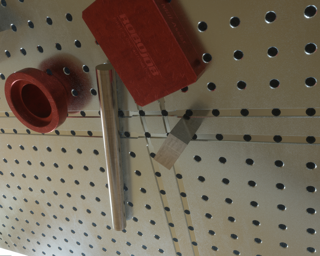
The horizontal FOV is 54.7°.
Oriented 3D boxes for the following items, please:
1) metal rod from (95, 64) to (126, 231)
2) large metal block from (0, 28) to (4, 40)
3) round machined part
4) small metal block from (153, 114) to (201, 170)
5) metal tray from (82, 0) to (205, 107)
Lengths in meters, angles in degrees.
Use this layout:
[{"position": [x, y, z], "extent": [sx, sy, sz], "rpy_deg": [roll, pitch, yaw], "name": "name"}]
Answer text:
[{"position": [-0.071, 0.048, 0.476], "extent": [0.025, 0.025, 0.298], "rpy_deg": [14, 124, 20], "name": "metal rod"}, {"position": [-0.293, -0.138, 0.461], "extent": [0.080, 0.050, 0.080], "rpy_deg": [44, 129, -3], "name": "large metal block"}, {"position": [-0.178, -0.044, 0.464], "extent": [0.098, 0.042, 0.097], "rpy_deg": [13, 124, 20], "name": "round machined part"}, {"position": [0.022, 0.017, 0.393], "extent": [0.025, 0.050, 0.050], "rpy_deg": [34, 129, 5], "name": "small metal block"}, {"position": [-0.019, -0.098, 0.356], "extent": [0.090, 0.030, 0.130], "rpy_deg": [-22, 107, 35], "name": "metal tray"}]
